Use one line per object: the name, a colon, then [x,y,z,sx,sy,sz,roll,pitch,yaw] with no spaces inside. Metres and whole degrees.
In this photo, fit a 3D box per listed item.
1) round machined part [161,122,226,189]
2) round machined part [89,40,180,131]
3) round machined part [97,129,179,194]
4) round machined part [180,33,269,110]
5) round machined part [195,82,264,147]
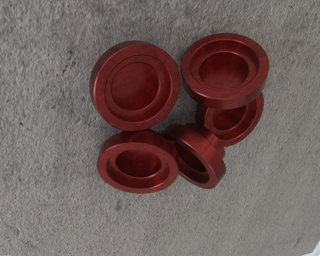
round machined part: [0.046,0.031,0.408,0.042,0.098,0.098,-45,133,-24]
round machined part: [-0.030,-0.049,0.346,0.099,0.042,0.097,-12,120,-22]
round machined part: [-0.026,0.037,0.387,0.099,0.042,0.097,1,134,1]
round machined part: [0.075,-0.062,0.367,0.098,0.098,0.042,-31,150,-9]
round machined part: [0.091,-0.026,0.429,0.099,0.042,0.097,-14,124,-22]
